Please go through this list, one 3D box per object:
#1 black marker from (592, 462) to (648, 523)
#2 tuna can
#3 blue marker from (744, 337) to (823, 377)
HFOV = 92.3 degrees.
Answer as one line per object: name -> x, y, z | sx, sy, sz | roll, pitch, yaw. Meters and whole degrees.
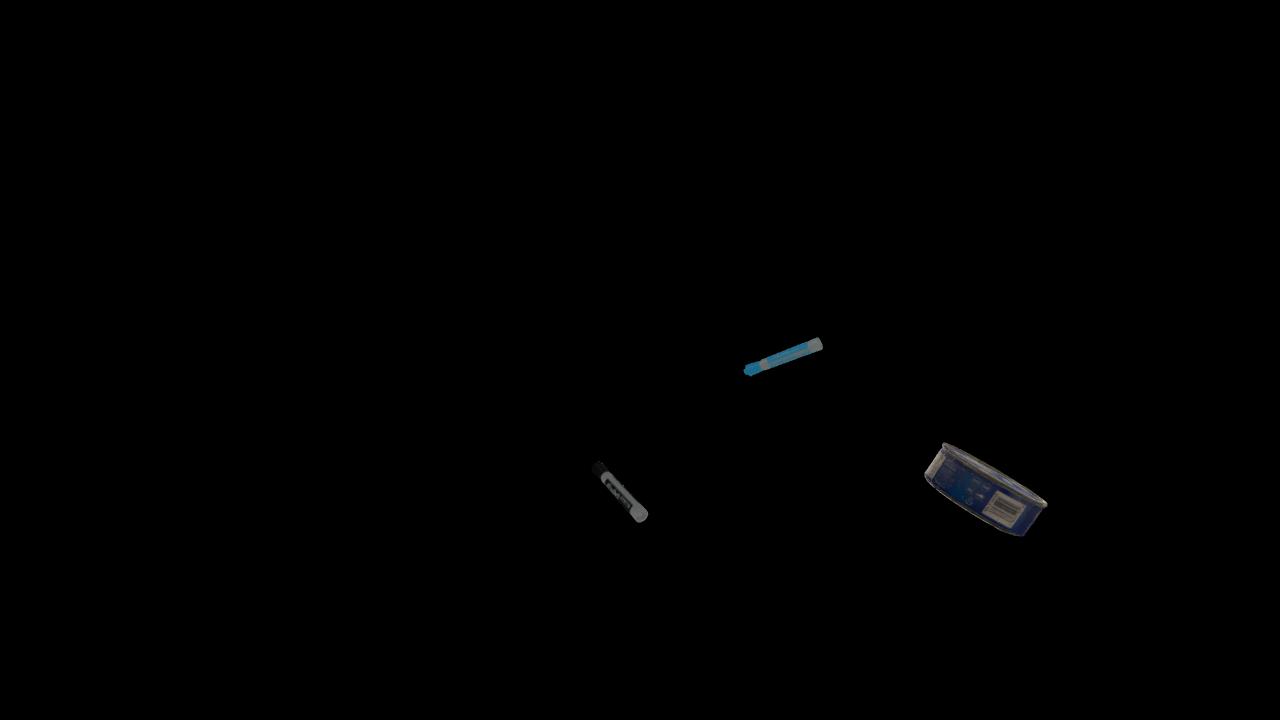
black marker -> -0.029, 0.169, 0.803 | 0.020, 0.020, 0.121 | 0, 23, -35
tuna can -> 0.276, 0.104, 0.495 | 0.084, 0.034, 0.084 | 27, 11, -6
blue marker -> 0.205, -0.003, 0.892 | 0.121, 0.020, 0.020 | -24, -13, 31
